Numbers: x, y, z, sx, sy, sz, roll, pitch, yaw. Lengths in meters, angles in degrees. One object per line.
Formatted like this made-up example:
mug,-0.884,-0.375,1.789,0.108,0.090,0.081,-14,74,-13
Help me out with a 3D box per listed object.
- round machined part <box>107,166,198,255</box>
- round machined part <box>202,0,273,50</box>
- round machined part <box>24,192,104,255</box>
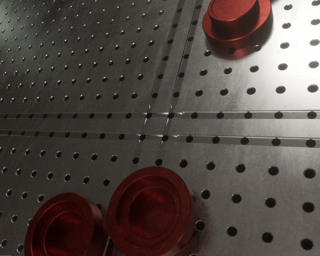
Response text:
round machined part,-0.005,0.095,0.341,0.098,0.042,0.098,-13,56,20
round machined part,0.107,-0.162,0.440,0.098,0.042,0.098,-13,56,20
round machined part,-0.109,0.131,0.372,0.098,0.042,0.098,-13,56,20
